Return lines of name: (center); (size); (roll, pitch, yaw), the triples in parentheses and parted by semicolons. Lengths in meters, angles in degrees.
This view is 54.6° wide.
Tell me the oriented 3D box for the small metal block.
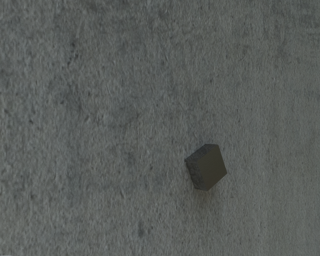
small metal block: (0.069, 0.058, 0.462); (0.050, 0.025, 0.050); (-32, 110, -35)
